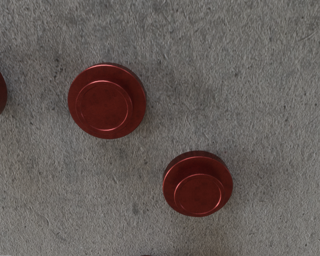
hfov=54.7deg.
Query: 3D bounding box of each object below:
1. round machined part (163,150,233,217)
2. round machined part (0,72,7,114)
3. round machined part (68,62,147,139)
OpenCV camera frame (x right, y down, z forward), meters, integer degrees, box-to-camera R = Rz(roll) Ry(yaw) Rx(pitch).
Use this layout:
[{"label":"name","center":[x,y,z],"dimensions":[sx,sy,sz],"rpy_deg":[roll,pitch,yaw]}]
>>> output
[{"label":"round machined part","center":[0.053,0.084,0.432],"dimensions":[0.099,0.042,0.097],"rpy_deg":[0,110,0]},{"label":"round machined part","center":[-0.237,-0.049,0.380],"dimensions":[0.099,0.042,0.097],"rpy_deg":[0,110,0]},{"label":"round machined part","center":[-0.067,-0.030,0.389],"dimensions":[0.099,0.042,0.097],"rpy_deg":[0,110,0]}]
